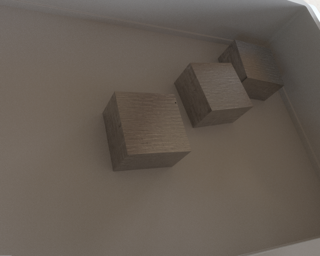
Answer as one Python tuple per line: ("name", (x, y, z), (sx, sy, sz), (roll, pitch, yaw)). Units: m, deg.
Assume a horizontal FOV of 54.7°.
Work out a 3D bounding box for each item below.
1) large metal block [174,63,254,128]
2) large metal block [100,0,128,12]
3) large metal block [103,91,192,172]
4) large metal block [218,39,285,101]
("large metal block", (0.079, -0.051, 0.465), (0.081, 0.050, 0.080), (-7, 66, -32))
("large metal block", (-0.060, -0.250, 0.494), (0.050, 0.080, 0.080), (22, 53, -16))
("large metal block", (-0.018, 0.004, 0.379), (0.081, 0.050, 0.080), (-1, 62, -29))
("large metal block", (0.156, -0.098, 0.536), (0.081, 0.050, 0.080), (6, 59, -26))
